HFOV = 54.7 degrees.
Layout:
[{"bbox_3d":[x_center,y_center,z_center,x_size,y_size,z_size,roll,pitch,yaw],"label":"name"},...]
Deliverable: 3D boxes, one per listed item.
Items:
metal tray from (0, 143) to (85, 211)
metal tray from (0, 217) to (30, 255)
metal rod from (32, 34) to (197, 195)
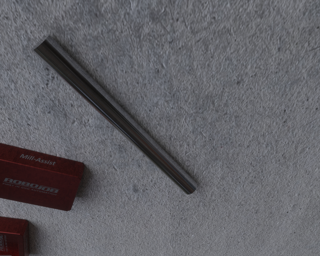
[{"bbox_3d":[-0.189,0.077,0.467,0.131,0.030,0.089,16,128,-14],"label":"metal tray"},{"bbox_3d":[-0.298,0.216,0.582,0.091,0.030,0.129,11,129,-10],"label":"metal tray"},{"bbox_3d":[-0.039,0.002,0.407,0.025,0.025,0.300,-29,125,22],"label":"metal rod"}]
